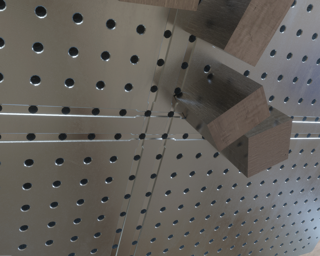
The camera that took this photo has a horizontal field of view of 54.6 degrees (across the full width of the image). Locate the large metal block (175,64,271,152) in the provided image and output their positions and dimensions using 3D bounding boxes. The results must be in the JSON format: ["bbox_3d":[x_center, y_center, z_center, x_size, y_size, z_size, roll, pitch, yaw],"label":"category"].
[{"bbox_3d":[0.079,-0.029,0.400,0.080,0.080,0.050,-35,129,-5],"label":"large metal block"}]

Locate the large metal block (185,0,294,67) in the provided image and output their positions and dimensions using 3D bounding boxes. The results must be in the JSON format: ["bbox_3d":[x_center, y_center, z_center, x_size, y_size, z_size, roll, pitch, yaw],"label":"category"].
[{"bbox_3d":[0.085,-0.125,0.344,0.050,0.080,0.080,16,110,-35],"label":"large metal block"}]

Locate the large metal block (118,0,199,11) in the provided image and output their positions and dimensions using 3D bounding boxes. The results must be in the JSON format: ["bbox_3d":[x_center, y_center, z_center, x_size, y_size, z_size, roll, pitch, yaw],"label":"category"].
[{"bbox_3d":[-0.003,-0.161,0.293,0.081,0.050,0.079,-4,120,-27],"label":"large metal block"}]

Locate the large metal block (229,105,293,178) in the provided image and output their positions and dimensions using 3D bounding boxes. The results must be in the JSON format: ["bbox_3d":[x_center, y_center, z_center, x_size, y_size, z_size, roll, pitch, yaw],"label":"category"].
[{"bbox_3d":[0.157,0.021,0.492,0.080,0.050,0.080,-21,127,-16],"label":"large metal block"}]
